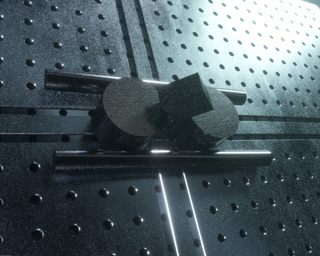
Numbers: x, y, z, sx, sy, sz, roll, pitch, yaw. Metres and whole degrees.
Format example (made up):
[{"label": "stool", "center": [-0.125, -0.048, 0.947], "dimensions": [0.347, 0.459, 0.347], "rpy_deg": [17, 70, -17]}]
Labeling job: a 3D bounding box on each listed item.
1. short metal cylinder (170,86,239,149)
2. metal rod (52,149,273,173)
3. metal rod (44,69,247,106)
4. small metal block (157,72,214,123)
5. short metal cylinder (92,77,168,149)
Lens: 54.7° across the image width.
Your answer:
[{"label": "short metal cylinder", "center": [0.060, -0.011, 0.427], "dimensions": [0.081, 0.050, 0.080], "rpy_deg": [14, 56, -21]}, {"label": "metal rod", "center": [0.024, 0.040, 0.392], "dimensions": [0.303, 0.025, 0.025], "rpy_deg": [2, 61, -27]}, {"label": "metal rod", "center": [-0.001, -0.053, 0.436], "dimensions": [0.303, 0.025, 0.025], "rpy_deg": [2, 61, -27]}, {"label": "small metal block", "center": [0.031, -0.034, 0.366], "dimensions": [0.050, 0.050, 0.025], "rpy_deg": [45, 29, -59]}, {"label": "short metal cylinder", "center": [-0.037, -0.014, 0.377], "dimensions": [0.081, 0.050, 0.080], "rpy_deg": [14, 56, -21]}]
